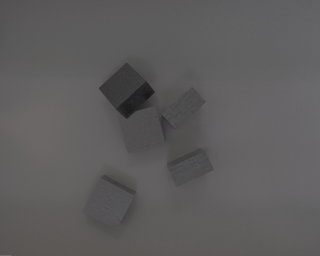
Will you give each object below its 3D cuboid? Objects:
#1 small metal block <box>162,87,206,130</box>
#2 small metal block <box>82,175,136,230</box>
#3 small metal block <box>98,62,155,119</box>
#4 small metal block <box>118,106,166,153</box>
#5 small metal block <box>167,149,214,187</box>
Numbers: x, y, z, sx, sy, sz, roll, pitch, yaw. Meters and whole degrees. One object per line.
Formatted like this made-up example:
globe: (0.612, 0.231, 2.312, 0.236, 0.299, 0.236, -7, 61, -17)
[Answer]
small metal block: (0.029, -0.024, 0.399, 0.050, 0.050, 0.025, -43, 90, 0)
small metal block: (-0.066, 0.097, 0.411, 0.050, 0.025, 0.050, 28, 90, 0)
small metal block: (-0.043, -0.049, 0.398, 0.050, 0.025, 0.050, -43, 52, 0)
small metal block: (-0.024, 0.002, 0.411, 0.050, 0.025, 0.050, -15, 90, 0)
small metal block: (0.037, 0.050, 0.399, 0.050, 0.050, 0.025, -25, 90, 0)
